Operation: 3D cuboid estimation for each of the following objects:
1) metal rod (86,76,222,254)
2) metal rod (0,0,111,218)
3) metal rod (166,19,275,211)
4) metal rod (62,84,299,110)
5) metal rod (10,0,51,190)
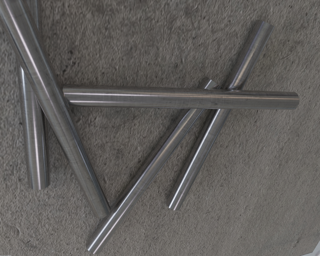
[{"bbox_3d":[-0.014,0.059,0.434,0.025,0.025,0.299,27,103,-37],"label":"metal rod"},{"bbox_3d":[-0.100,0.006,0.334,0.025,0.025,0.298,-23,134,-15],"label":"metal rod"},{"bbox_3d":[0.078,-0.006,0.445,0.025,0.025,0.298,11,113,-33],"label":"metal rod"},{"bbox_3d":[0.040,-0.036,0.378,0.302,0.025,0.025,-1,119,-19],"label":"metal rod"},{"bbox_3d":[-0.125,-0.064,0.298,0.025,0.025,0.298,-7,121,-25],"label":"metal rod"}]
